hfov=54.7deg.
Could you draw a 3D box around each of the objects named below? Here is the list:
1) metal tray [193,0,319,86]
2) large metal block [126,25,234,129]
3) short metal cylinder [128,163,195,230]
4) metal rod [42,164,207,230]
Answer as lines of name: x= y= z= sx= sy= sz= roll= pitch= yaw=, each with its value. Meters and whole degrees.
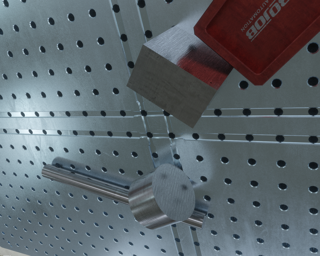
metal tray: x=0.104 y=-0.113 z=0.282 sx=0.090 sy=0.030 sz=0.129 roll=41 pitch=129 yaw=0
large metal block: x=0.025 y=-0.057 z=0.327 sx=0.080 sy=0.080 sz=0.050 roll=33 pitch=129 yaw=6
short metal cylinder: x=0.003 y=0.096 z=0.433 sx=0.050 sy=0.080 sz=0.080 roll=-33 pitch=100 yaw=38
metal rod: x=-0.071 y=0.109 z=0.516 sx=0.301 sy=0.025 sz=0.025 roll=13 pitch=124 yaw=21
